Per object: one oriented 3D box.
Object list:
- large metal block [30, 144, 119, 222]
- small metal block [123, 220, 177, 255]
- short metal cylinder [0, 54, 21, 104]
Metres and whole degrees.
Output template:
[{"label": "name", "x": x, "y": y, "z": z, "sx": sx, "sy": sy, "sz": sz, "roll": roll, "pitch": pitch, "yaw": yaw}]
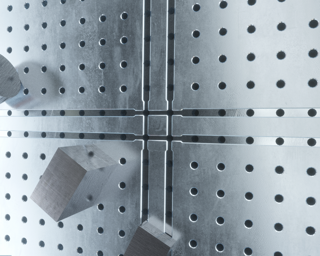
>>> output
[{"label": "large metal block", "x": -0.114, "y": 0.071, "z": 0.424, "sx": 0.050, "sy": 0.080, "sz": 0.080, "roll": 35, "pitch": 101, "yaw": 16}, {"label": "small metal block", "x": -0.014, "y": 0.163, "z": 0.417, "sx": 0.050, "sy": 0.025, "sz": 0.050, "roll": 29, "pitch": 99, "yaw": 17}, {"label": "short metal cylinder", "x": -0.266, "y": -0.073, "z": 0.477, "sx": 0.050, "sy": 0.080, "sz": 0.080, "roll": -23, "pitch": 82, "yaw": 18}]
